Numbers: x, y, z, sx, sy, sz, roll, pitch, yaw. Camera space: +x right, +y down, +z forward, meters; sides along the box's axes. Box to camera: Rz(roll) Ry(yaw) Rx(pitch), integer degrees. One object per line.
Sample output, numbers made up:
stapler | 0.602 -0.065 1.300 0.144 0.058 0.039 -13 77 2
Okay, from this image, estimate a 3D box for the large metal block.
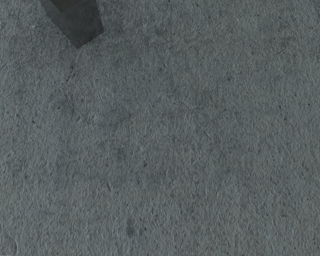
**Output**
large metal block | -0.130 -0.175 0.442 0.050 0.080 0.080 -39 75 -13
